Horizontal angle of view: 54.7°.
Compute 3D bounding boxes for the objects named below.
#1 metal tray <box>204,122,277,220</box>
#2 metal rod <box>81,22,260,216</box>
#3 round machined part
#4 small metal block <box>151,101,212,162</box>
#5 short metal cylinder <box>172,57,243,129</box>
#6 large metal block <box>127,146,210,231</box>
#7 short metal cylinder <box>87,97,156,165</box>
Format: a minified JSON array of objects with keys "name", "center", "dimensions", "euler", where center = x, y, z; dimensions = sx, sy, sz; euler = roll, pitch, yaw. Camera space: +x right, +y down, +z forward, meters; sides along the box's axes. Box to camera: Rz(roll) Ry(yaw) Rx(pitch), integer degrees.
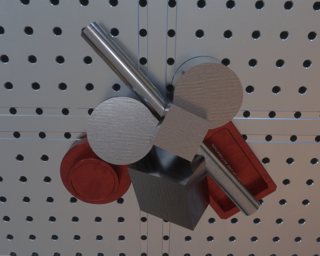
[{"name":"metal tray","center":[0.088,0.055,0.427],"dimensions":[0.090,0.030,0.130],"euler":[-35,107,11]},{"name":"metal rod","center":[0.017,-0.007,0.381],"dimensions":[0.025,0.025,0.300],"euler":[-41,96,13]},{"name":"round machined part","center":[-0.087,0.064,0.422],"dimensions":[0.099,0.042,0.097],"euler":[0,110,0]},{"name":"small metal block","center":[0.023,0.003,0.354],"dimensions":[0.050,0.025,0.050],"euler":[25,100,-9]},{"name":"short metal cylinder","center":[0.056,-0.044,0.381],"dimensions":[0.081,0.050,0.079],"euler":[0,110,0]},{"name":"large metal block","center":[0.013,0.073,0.395],"dimensions":[0.080,0.050,0.080],"euler":[12,131,31]},{"name":"short metal cylinder","center":[-0.048,0.002,0.385],"dimensions":[0.081,0.050,0.079],"euler":[-1,94,-8]}]
